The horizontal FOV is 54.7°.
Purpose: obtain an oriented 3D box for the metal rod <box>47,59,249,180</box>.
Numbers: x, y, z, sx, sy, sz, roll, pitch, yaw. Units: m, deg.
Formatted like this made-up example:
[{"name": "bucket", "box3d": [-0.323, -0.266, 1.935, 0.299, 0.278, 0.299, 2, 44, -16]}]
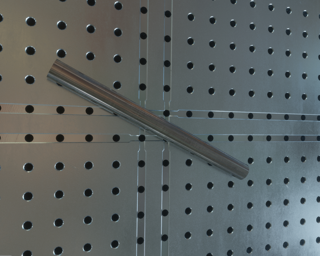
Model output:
[{"name": "metal rod", "box3d": [-0.002, -0.003, 0.413, 0.301, 0.025, 0.025, 28, 81, -18]}]
